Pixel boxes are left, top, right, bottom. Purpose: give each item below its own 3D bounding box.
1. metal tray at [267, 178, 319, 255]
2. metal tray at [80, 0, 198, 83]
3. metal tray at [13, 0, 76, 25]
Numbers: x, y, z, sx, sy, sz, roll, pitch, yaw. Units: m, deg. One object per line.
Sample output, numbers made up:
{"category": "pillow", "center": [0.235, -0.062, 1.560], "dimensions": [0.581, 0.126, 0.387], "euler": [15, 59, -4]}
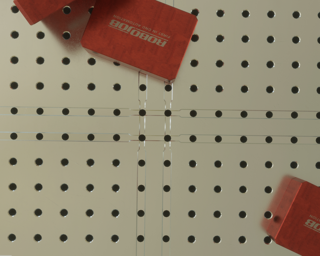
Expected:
{"category": "metal tray", "center": [0.224, 0.135, 0.414], "dimensions": [0.131, 0.030, 0.090], "euler": [26, 90, -1]}
{"category": "metal tray", "center": [-0.027, -0.124, 0.410], "dimensions": [0.131, 0.030, 0.090], "euler": [21, 90, -1]}
{"category": "metal tray", "center": [-0.107, -0.177, 0.378], "dimensions": [0.130, 0.090, 0.030], "euler": [-31, 121, -1]}
